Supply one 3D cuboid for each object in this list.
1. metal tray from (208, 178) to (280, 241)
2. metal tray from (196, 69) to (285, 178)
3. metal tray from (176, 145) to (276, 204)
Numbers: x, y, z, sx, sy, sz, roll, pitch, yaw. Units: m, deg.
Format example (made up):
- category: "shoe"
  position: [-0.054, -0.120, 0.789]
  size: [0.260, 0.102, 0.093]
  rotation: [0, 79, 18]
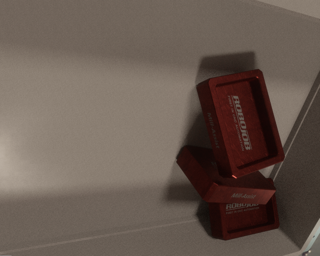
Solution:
- category: "metal tray"
  position: [0.147, 0.138, 0.541]
  size: [0.131, 0.030, 0.090]
  rotation: [0, 80, -29]
- category: "metal tray"
  position: [0.109, -0.007, 0.415]
  size: [0.091, 0.030, 0.129]
  rotation: [-14, 89, -24]
- category: "metal tray"
  position: [0.100, 0.071, 0.465]
  size: [0.131, 0.090, 0.030]
  rotation: [11, 117, -34]
